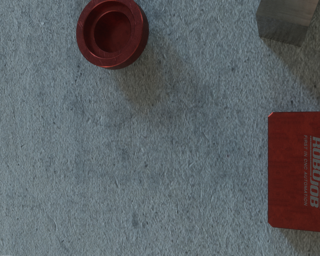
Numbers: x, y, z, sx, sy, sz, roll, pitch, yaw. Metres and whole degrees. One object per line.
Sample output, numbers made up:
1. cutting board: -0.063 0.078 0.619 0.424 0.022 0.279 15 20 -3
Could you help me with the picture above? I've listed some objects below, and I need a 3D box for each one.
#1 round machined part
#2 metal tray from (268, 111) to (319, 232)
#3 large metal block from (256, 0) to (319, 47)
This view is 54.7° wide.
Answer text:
1. round machined part: -0.060 -0.128 0.421 0.098 0.042 0.097 0 90 20
2. metal tray: 0.169 0.047 0.347 0.090 0.030 0.129 0 90 19
3. large metal block: 0.143 -0.141 0.329 0.050 0.080 0.080 21 97 19
